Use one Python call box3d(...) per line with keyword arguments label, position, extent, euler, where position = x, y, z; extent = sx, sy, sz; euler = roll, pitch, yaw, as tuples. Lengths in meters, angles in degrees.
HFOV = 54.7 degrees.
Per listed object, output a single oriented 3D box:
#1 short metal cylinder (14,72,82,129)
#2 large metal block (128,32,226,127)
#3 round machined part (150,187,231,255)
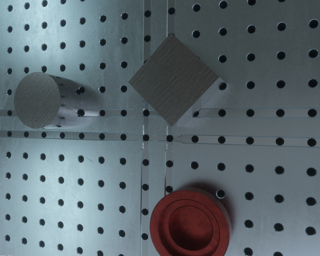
box3d(label="short metal cylinder", position=(-0.164, -0.039, 0.457), extent=(0.080, 0.050, 0.080), euler=(0, 90, 20))
box3d(label="large metal block", position=(0.022, -0.058, 0.391), extent=(0.080, 0.050, 0.080), euler=(46, 104, 14))
box3d(label="round machined part", position=(0.040, 0.123, 0.389), extent=(0.098, 0.042, 0.097), euler=(0, 90, 20))
